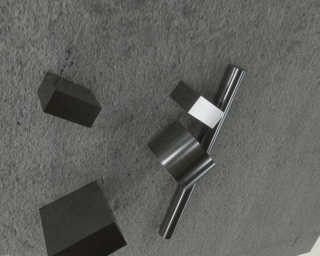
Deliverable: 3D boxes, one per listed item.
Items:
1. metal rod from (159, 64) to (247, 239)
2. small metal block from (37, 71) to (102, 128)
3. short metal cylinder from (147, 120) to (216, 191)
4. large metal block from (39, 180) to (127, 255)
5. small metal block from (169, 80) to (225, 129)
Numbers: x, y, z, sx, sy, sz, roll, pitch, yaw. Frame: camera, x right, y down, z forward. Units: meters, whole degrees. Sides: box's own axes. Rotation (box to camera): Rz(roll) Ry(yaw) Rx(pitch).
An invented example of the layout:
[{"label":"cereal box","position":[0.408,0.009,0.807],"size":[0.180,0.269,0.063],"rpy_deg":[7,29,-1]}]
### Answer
[{"label":"metal rod","position":[0.057,0.049,0.470],"size":[0.025,0.025,0.298],"rpy_deg":[6,116,-32]},{"label":"small metal block","position":[-0.095,-0.030,0.321],"size":[0.050,0.050,0.025],"rpy_deg":[22,106,-37]},{"label":"short metal cylinder","position":[0.028,0.036,0.411],"size":[0.050,0.080,0.080],"rpy_deg":[-40,130,-1]},{"label":"large metal block","position":[-0.099,0.126,0.396],"size":[0.080,0.080,0.050],"rpy_deg":[-26,128,-12]},{"label":"small metal block","position":[0.047,-0.030,0.399],"size":[0.050,0.050,0.025],"rpy_deg":[29,102,-38]}]
